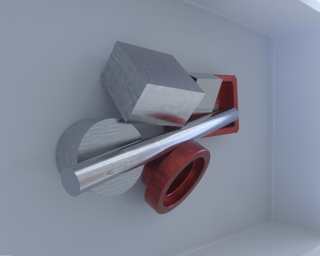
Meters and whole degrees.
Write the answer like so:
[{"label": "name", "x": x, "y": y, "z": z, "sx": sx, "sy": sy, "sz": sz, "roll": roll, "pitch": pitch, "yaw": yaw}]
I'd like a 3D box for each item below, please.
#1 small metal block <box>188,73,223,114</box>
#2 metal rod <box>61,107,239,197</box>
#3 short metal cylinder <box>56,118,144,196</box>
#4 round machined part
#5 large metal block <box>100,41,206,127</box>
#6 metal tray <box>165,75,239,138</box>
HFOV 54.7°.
[{"label": "small metal block", "x": 0.053, "y": -0.048, "z": 0.423, "sx": 0.050, "sy": 0.025, "sz": 0.050, "roll": -6, "pitch": 120, "yaw": -40}, {"label": "metal rod", "x": 0.019, "y": 0.012, "z": 0.369, "sx": 0.302, "sy": 0.025, "sz": 0.025, "roll": -20, "pitch": 103, "yaw": -49}, {"label": "short metal cylinder", "x": -0.063, "y": 0.030, "z": 0.336, "sx": 0.081, "sy": 0.050, "sz": 0.079, "roll": 0, "pitch": 90, "yaw": -40}, {"label": "round machined part", "x": 0.015, "y": 0.056, "z": 0.388, "sx": 0.099, "sy": 0.042, "sz": 0.097, "roll": -38, "pitch": 149, "yaw": -27}, {"label": "large metal block", "x": -0.010, "y": -0.049, "z": 0.352, "sx": 0.081, "sy": 0.080, "sz": 0.050, "roll": 4, "pitch": 130, "yaw": -39}, {"label": "metal tray", "x": 0.064, "y": -0.033, "z": 0.456, "sx": 0.131, "sy": 0.030, "sz": 0.089, "roll": -6, "pitch": 94, "yaw": -40}]
